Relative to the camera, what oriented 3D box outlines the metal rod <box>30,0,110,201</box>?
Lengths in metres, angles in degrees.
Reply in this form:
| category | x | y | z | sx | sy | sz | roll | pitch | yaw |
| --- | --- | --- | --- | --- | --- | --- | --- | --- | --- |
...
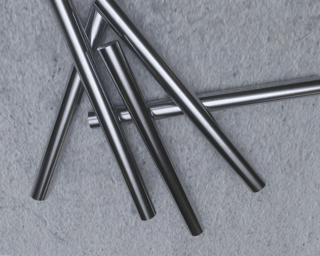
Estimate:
| category | x | y | z | sx | sy | sz | roll | pitch | yaw |
| --- | --- | --- | --- | --- | --- | --- | --- | --- | --- |
| metal rod | -0.114 | -0.033 | 0.395 | 0.025 | 0.025 | 0.298 | 22 | 108 | -8 |

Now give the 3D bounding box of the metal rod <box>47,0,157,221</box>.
| category | x | y | z | sx | sy | sz | roll | pitch | yaw |
| --- | --- | --- | --- | --- | --- | --- | --- | --- | --- |
| metal rod | -0.063 | -0.014 | 0.376 | 0.025 | 0.025 | 0.298 | -17 | 110 | 6 |

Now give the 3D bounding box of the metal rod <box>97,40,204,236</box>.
| category | x | y | z | sx | sy | sz | roll | pitch | yaw |
| --- | --- | --- | --- | --- | --- | --- | --- | --- | --- |
| metal rod | -0.001 | 0.032 | 0.401 | 0.025 | 0.025 | 0.299 | -21 | 117 | 7 |

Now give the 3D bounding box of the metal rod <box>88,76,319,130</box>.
| category | x | y | z | sx | sy | sz | roll | pitch | yaw |
| --- | --- | --- | --- | --- | --- | --- | --- | --- | --- |
| metal rod | 0.059 | -0.032 | 0.398 | 0.302 | 0.025 | 0.025 | -8 | 110 | 2 |

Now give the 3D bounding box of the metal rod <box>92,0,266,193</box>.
| category | x | y | z | sx | sy | sz | roll | pitch | yaw |
| --- | --- | --- | --- | --- | --- | --- | --- | --- | --- |
| metal rod | 0.034 | -0.031 | 0.371 | 0.025 | 0.025 | 0.300 | -38 | 106 | 12 |
